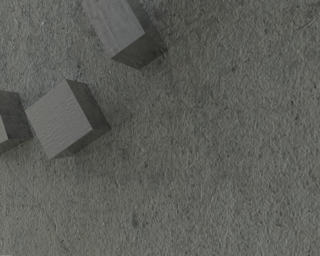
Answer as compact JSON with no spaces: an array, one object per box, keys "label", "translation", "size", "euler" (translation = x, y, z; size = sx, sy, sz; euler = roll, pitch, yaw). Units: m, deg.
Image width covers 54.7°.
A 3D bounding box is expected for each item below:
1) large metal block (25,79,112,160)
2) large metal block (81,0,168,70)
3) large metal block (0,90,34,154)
[{"label":"large metal block","translation":[-0.130,-0.011,0.442],"size":[0.080,0.050,0.080],"euler":[-33,79,17]},{"label":"large metal block","translation":[-0.042,-0.127,0.394],"size":[0.050,0.080,0.080],"euler":[-32,80,17]},{"label":"large metal block","translation":[-0.260,-0.006,0.487],"size":[0.080,0.050,0.080],"euler":[-24,82,18]}]
